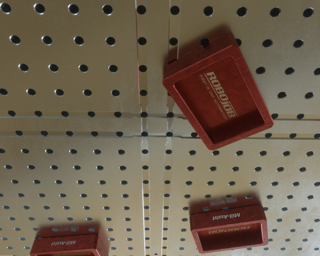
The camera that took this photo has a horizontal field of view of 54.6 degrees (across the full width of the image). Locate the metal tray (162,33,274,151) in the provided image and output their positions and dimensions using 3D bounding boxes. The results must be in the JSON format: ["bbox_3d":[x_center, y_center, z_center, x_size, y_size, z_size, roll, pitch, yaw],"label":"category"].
[{"bbox_3d":[0.073,-0.037,0.377,0.090,0.030,0.130,-25,126,19],"label":"metal tray"}]

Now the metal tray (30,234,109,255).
[{"bbox_3d":[-0.179,0.254,0.622,0.131,0.030,0.090,-6,130,5],"label":"metal tray"}]

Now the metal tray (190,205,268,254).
[{"bbox_3d":[0.127,0.187,0.568,0.130,0.030,0.090,-11,130,9],"label":"metal tray"}]
